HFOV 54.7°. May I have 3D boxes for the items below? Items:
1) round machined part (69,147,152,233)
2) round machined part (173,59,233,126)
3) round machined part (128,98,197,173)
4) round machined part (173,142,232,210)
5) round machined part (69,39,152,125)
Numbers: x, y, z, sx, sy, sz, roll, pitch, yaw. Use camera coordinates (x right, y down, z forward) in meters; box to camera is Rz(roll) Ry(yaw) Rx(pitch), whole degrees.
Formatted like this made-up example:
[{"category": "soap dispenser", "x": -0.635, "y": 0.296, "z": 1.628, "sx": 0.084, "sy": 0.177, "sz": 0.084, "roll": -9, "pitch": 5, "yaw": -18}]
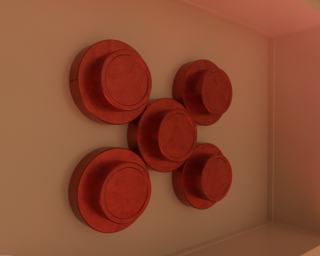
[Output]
[{"category": "round machined part", "x": -0.049, "y": 0.071, "z": 0.355, "sx": 0.099, "sy": 0.042, "sz": 0.097, "roll": 0, "pitch": 90, "yaw": -40}, {"category": "round machined part", "x": 0.069, "y": -0.052, "z": 0.454, "sx": 0.099, "sy": 0.042, "sz": 0.097, "roll": 0, "pitch": 90, "yaw": -40}, {"category": "round machined part", "x": 0.011, "y": 0.010, "z": 0.404, "sx": 0.099, "sy": 0.042, "sz": 0.097, "roll": 0, "pitch": 90, "yaw": -40}, {"category": "round machined part", "x": 0.069, "y": 0.071, "z": 0.454, "sx": 0.099, "sy": 0.042, "sz": 0.097, "roll": 0, "pitch": 90, "yaw": -40}, {"category": "round machined part", "x": -0.048, "y": -0.052, "z": 0.355, "sx": 0.099, "sy": 0.042, "sz": 0.097, "roll": 0, "pitch": 90, "yaw": -40}]
